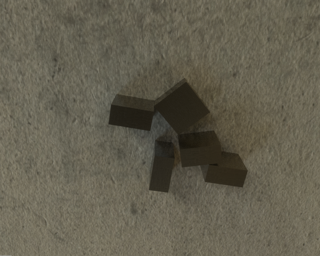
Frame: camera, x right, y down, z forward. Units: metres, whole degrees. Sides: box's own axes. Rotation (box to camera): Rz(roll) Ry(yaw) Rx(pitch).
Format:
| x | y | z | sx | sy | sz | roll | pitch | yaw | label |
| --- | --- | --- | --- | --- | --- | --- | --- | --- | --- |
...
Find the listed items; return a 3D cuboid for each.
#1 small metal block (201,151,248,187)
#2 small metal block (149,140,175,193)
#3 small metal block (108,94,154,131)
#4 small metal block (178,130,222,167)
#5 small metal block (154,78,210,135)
| x | y | z | sx | sy | sz | roll | pitch | yaw | label |
| --- | --- | --- | --- | --- | --- | --- | --- | --- | --- |
| 0.084 | 0.053 | 0.417 | 0.050 | 0.050 | 0.025 | 9 | 110 | -4 | small metal block |
| 0.002 | 0.050 | 0.415 | 0.025 | 0.050 | 0.050 | 8 | 110 | -3 | small metal block |
| -0.034 | -0.020 | 0.389 | 0.050 | 0.050 | 0.025 | 9 | 110 | -4 | small metal block |
| 0.051 | 0.026 | 0.407 | 0.050 | 0.050 | 0.025 | -7 | 110 | 2 | small metal block |
| 0.028 | -0.028 | 0.400 | 0.050 | 0.025 | 0.050 | -37 | 107 | 12 | small metal block |
